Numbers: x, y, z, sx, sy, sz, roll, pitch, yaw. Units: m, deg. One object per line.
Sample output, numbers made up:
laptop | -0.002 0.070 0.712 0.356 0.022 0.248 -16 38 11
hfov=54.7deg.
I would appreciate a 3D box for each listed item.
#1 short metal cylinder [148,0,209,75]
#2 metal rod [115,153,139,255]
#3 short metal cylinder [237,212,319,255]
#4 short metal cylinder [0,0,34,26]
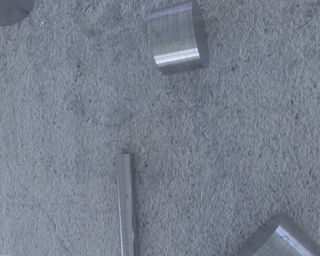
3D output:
short metal cylinder | 0.025 -0.107 0.371 0.050 0.080 0.080 -7 88 20
metal rod | -0.041 0.184 0.423 0.025 0.025 0.298 -4 89 20
short metal cylinder | 0.126 0.138 0.335 0.050 0.080 0.080 43 104 15
short metal cylinder | -0.240 -0.201 0.465 0.080 0.080 0.050 -42 77 15
